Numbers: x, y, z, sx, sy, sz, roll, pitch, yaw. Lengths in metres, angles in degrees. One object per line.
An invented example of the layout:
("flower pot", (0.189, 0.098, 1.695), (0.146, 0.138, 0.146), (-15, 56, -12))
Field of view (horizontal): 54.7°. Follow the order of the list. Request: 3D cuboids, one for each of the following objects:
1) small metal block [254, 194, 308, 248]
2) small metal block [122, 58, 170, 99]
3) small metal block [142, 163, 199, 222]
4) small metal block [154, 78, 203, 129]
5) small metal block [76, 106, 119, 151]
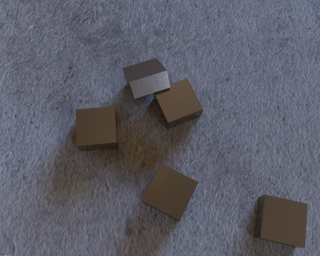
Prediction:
("small metal block", (0.144, 0.111, 0.369), (0.050, 0.025, 0.050), (12, 70, 4))
("small metal block", (-0.019, -0.068, 0.420), (0.050, 0.025, 0.050), (-19, 35, -7))
("small metal block", (0.012, 0.079, 0.379), (0.050, 0.025, 0.050), (26, 72, 9))
("small metal block", (0.024, -0.033, 0.421), (0.050, 0.025, 0.050), (-21, 72, -8))
("small metal block", (-0.082, 0.001, 0.407), (0.050, 0.025, 0.050), (-5, 70, -3))
